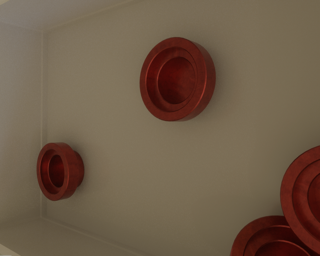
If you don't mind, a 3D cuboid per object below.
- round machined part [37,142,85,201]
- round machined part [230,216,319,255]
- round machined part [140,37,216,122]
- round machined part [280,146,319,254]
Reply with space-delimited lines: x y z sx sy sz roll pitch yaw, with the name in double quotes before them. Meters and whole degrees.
"round machined part" -0.168 0.073 0.535 0.098 0.042 0.097 0 90 40
"round machined part" 0.111 0.134 0.280 0.098 0.099 0.042 40 151 33
"round machined part" 0.025 -0.056 0.375 0.098 0.042 0.097 0 90 40
"round machined part" 0.159 0.060 0.264 0.098 0.042 0.097 0 90 40
